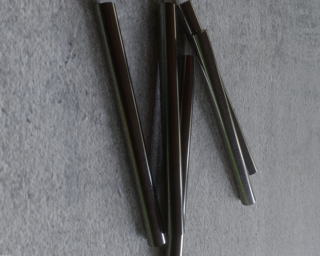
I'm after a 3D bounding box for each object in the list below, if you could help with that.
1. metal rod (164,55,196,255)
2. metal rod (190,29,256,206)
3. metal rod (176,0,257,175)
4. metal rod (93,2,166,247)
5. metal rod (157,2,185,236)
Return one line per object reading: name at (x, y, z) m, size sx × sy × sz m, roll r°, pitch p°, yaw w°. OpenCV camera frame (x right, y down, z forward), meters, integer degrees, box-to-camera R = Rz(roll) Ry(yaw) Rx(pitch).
metal rod at (0.028, 0.048, 0.430) m, size 0.025 × 0.025 × 0.298 m, roll 7°, pitch 85°, yaw -40°
metal rod at (0.103, -0.002, 0.479) m, size 0.025 × 0.025 × 0.299 m, roll -38°, pitch 118°, yaw -34°
metal rod at (0.094, -0.050, 0.486) m, size 0.025 × 0.025 × 0.299 m, roll -41°, pitch 115°, yaw -33°
metal rod at (-0.034, 0.004, 0.378) m, size 0.025 × 0.025 × 0.298 m, roll -20°, pitch 103°, yaw -39°
metal rod at (0.014, -0.013, 0.406) m, size 0.025 × 0.025 × 0.298 m, roll 0°, pitch 86°, yaw -40°
